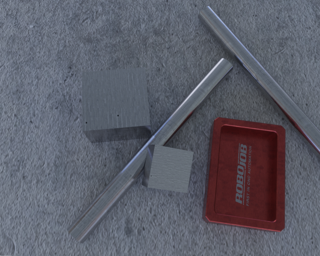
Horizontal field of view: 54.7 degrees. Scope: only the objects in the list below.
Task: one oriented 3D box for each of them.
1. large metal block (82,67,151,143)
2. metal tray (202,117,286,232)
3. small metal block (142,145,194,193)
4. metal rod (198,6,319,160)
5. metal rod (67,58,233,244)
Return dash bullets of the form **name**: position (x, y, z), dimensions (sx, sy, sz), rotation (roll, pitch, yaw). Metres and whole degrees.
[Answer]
- **large metal block**: position (-0.055, -0.029, 0.405), dimensions (0.081, 0.050, 0.080), rotation (-5, 70, -2)
- **metal tray**: position (0.105, 0.056, 0.386), dimensions (0.091, 0.030, 0.130), rotation (8, 70, 2)
- **small metal block**: position (0.009, 0.049, 0.376), dimensions (0.050, 0.025, 0.050), rotation (12, 83, -19)
- **metal rod**: position (0.151, -0.059, 0.431), dimensions (0.025, 0.025, 0.299), rotation (-32, 73, -11)
- **metal rod**: position (-0.003, 0.018, 0.401), dimensions (0.025, 0.025, 0.301), rotation (38, 74, 12)
